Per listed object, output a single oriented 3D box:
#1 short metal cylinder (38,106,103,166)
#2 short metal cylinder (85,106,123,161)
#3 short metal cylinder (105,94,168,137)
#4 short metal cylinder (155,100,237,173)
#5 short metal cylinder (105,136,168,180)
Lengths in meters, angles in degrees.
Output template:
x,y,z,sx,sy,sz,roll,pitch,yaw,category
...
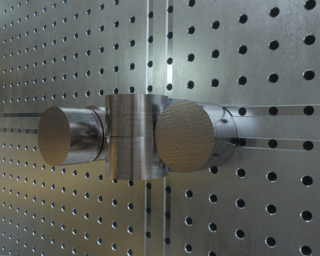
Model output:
x,y,z,sx,sy,sz,roll,pitch,yaw,category
-0.125,0.011,0.429,0.080,0.050,0.079,0,90,40,short metal cylinder
-0.082,0.008,0.461,0.080,0.050,0.079,0,90,39,short metal cylinder
-0.030,-0.016,0.399,0.080,0.081,0.050,1,92,40,short metal cylinder
0.041,0.009,0.359,0.080,0.050,0.079,0,90,39,short metal cylinder
-0.030,0.036,0.398,0.080,0.081,0.050,-1,89,40,short metal cylinder
